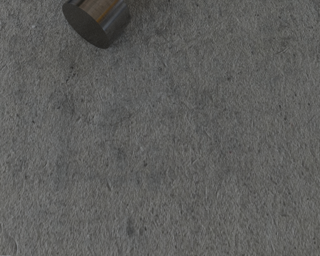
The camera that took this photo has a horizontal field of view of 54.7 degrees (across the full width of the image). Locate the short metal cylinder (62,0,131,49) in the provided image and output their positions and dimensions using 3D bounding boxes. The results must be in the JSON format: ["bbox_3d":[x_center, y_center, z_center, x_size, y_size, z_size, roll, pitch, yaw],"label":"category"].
[{"bbox_3d":[-0.088,-0.159,0.436,0.080,0.080,0.050,32,73,11],"label":"short metal cylinder"}]
